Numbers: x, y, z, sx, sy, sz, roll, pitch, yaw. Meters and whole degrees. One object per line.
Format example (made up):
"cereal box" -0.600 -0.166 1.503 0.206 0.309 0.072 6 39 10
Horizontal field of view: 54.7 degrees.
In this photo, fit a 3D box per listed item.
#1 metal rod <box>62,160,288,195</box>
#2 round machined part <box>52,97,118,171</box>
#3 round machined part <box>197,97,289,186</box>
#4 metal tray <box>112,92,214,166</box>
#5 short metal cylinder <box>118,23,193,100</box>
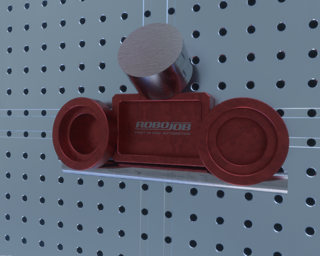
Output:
"metal rod" 0.005 0.059 0.406 0.301 0.025 0.025 2 91 19
"round machined part" -0.098 0.008 0.429 0.098 0.042 0.097 -1 87 28
"round machined part" 0.094 0.015 0.361 0.098 0.042 0.097 0 88 12
"metal tray" 0.002 0.000 0.404 0.130 0.030 0.089 1 91 19
"short metal cylinder" -0.005 -0.081 0.381 0.080 0.050 0.080 -8 61 15
